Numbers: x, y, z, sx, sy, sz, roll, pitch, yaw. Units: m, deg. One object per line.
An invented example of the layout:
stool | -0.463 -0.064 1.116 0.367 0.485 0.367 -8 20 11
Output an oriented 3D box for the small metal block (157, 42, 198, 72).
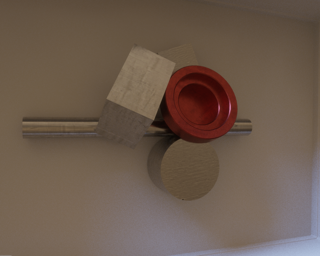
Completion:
small metal block | 0.023 -0.082 0.419 0.050 0.025 0.050 -22 98 -19

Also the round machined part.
round machined part | 0.046 -0.027 0.398 0.099 0.042 0.098 6 70 -18

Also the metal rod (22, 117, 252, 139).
metal rod | -0.013 -0.001 0.403 0.303 0.025 0.025 0 90 -21

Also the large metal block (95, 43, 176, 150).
large metal block | -0.030 -0.033 0.354 0.050 0.080 0.080 25 59 -8

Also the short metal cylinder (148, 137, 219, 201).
short metal cylinder | 0.030 0.050 0.407 0.081 0.050 0.079 0 90 -21
